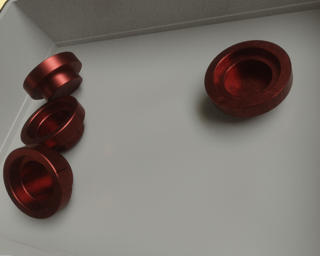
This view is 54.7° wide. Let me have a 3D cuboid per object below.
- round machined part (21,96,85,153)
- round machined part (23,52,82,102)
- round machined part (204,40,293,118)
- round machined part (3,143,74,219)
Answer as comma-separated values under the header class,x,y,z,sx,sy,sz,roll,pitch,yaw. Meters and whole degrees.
class,x,y,z,sx,sy,sz,roll,pitch,yaw
round machined part,-0.155,0.000,0.468,0.098,0.042,0.098,-17,42,17
round machined part,-0.167,-0.076,0.507,0.098,0.098,0.042,-39,89,2
round machined part,0.107,-0.054,0.372,0.098,0.042,0.098,-13,56,21
round machined part,-0.157,0.067,0.415,0.098,0.042,0.097,6,104,23
